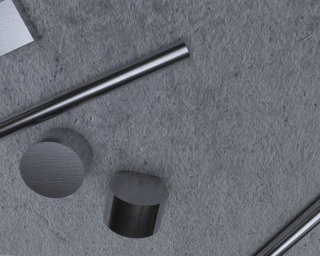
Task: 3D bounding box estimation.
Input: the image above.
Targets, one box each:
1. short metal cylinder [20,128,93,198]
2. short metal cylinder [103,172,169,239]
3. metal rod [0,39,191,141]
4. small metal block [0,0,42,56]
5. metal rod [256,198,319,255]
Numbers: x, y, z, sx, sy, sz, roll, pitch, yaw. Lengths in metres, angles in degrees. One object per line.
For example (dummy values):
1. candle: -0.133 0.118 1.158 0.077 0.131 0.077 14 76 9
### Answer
1. short metal cylinder: -0.135 0.045 0.412 0.081 0.050 0.079 0 110 0
2. short metal cylinder: -0.033 0.101 0.417 0.081 0.080 0.050 11 110 -4
3. metal rod: -0.106 -0.039 0.394 0.301 0.025 0.025 -22 109 7
4. small metal block: -0.179 -0.118 0.365 0.050 0.025 0.050 -22 109 7
5. metal rod: 0.210 0.154 0.468 0.025 0.025 0.299 37 106 -13
